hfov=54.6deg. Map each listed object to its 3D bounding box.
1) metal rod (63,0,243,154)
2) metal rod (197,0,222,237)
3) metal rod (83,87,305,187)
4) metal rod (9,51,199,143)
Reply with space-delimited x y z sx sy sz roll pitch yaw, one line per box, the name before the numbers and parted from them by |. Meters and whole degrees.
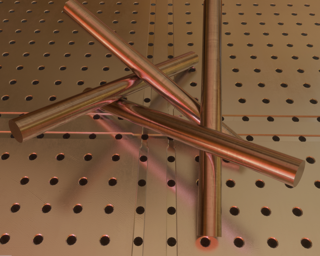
metal rod | -0.006 -0.063 0.396 0.300 0.025 0.025 41 59 6
metal rod | 0.061 -0.029 0.368 0.025 0.025 0.299 3 70 3
metal rod | 0.009 -0.003 0.358 0.300 0.025 0.025 21 51 37
metal rod | -0.044 -0.055 0.404 0.025 0.025 0.302 34 43 25
